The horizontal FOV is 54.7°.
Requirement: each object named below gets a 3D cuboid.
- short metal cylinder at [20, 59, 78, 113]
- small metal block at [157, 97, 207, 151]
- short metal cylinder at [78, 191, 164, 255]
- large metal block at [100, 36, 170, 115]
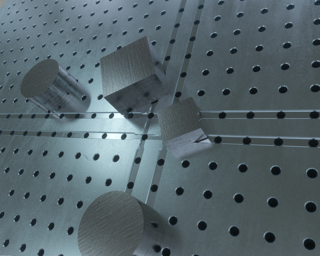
[{"bbox_3d":[-0.191,-0.072,0.537,0.080,0.050,0.080,-13,56,21],"label":"short metal cylinder"},{"bbox_3d":[0.027,-0.005,0.397,0.050,0.025,0.050,-22,54,15],"label":"small metal block"},{"bbox_3d":[-0.042,0.116,0.343,0.080,0.050,0.080,-13,56,21],"label":"short metal cylinder"},{"bbox_3d":[-0.038,-0.077,0.460,0.080,0.050,0.080,-23,53,14],"label":"large metal block"}]
